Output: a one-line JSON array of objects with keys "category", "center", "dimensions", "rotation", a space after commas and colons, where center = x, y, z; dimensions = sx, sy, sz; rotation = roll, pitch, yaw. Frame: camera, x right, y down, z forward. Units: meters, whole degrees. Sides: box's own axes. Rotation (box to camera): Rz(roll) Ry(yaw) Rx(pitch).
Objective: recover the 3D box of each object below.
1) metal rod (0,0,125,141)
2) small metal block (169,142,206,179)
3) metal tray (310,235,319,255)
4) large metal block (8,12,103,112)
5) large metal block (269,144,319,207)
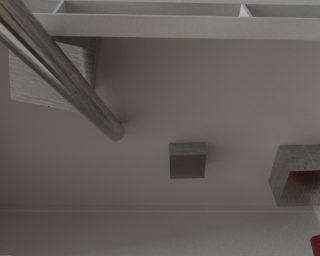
[{"category": "metal rod", "center": [-0.075, -0.034, 0.273], "dimensions": [0.025, 0.025, 0.300], "rotation": [-6, 164, 4]}, {"category": "small metal block", "center": [0.039, 0.048, 0.450], "dimensions": [0.050, 0.025, 0.050], "rotation": [-2, 130, 1]}, {"category": "metal tray", "center": [0.274, 0.173, 0.403], "dimensions": [0.130, 0.030, 0.090], "rotation": [39, 126, -21]}, {"category": "large metal block", "center": [-0.111, -0.068, 0.333], "dimensions": [0.081, 0.050, 0.079], "rotation": [11, 129, -10]}, {"category": "large metal block", "center": [0.215, 0.070, 0.456], "dimensions": [0.081, 0.050, 0.079], "rotation": [-2, 130, 1]}]
